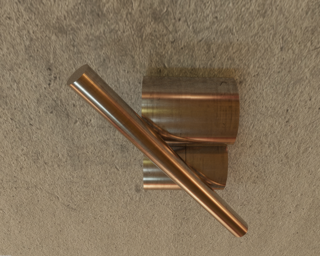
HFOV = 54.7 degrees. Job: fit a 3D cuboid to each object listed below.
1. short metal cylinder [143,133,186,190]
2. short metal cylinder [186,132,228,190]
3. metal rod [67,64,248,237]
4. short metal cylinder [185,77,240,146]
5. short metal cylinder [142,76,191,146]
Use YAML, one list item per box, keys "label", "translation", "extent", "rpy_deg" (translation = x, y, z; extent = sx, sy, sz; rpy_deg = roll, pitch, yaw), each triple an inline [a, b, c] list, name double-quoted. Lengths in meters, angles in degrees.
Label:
- label: "short metal cylinder"
  translation: [0.005, 0.042, 0.408]
  extent: [0.050, 0.080, 0.079]
  rpy_deg: [1, 130, -1]
- label: "short metal cylinder"
  translation: [0.056, 0.042, 0.409]
  extent: [0.050, 0.080, 0.079]
  rpy_deg: [1, 130, -1]
- label: "metal rod"
  translation: [0.019, 0.046, 0.343]
  extent: [0.025, 0.025, 0.300]
  rpy_deg: [-30, 125, 22]
- label: "short metal cylinder"
  translation: [0.056, -0.019, 0.357]
  extent: [0.050, 0.080, 0.079]
  rpy_deg: [1, 130, -1]
- label: "short metal cylinder"
  translation: [0.006, -0.020, 0.356]
  extent: [0.050, 0.080, 0.079]
  rpy_deg: [1, 130, -1]
